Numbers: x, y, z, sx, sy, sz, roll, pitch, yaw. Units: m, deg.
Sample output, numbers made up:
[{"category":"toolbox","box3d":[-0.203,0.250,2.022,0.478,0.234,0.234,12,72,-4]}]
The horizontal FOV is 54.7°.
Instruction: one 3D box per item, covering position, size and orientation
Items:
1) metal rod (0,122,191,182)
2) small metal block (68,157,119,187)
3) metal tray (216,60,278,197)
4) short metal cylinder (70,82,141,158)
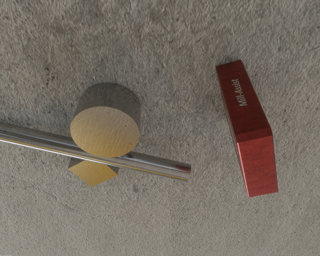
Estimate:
[{"category":"metal rod","box3d":[-0.108,0.027,0.407,0.302,0.025,0.025,13,129,-4]},{"category":"small metal block","box3d":[-0.096,0.055,0.453,0.050,0.025,0.050,-27,126,21]},{"category":"metal tray","box3d":[0.092,-0.003,0.337,0.030,0.130,0.090,-14,129,11]},{"category":"short metal cylinder","box3d":[-0.064,-0.009,0.382,0.081,0.050,0.079,0,130,0]}]
